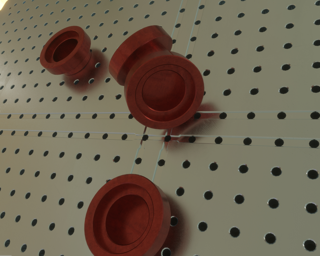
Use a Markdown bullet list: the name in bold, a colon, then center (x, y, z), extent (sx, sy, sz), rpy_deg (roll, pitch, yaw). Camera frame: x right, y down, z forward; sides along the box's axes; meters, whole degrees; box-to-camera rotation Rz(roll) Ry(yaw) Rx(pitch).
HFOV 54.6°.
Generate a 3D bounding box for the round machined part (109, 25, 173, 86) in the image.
- **round machined part**: center (-0.020, -0.092, 0.437), extent (0.098, 0.098, 0.042), rpy_deg (-40, 78, 1)

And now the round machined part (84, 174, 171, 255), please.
- **round machined part**: center (-0.032, 0.105, 0.351), extent (0.098, 0.042, 0.098), rpy_deg (-13, 56, 21)

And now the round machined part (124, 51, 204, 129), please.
- **round machined part**: center (0.003, -0.051, 0.396), extent (0.098, 0.098, 0.042), rpy_deg (-35, 31, 5)

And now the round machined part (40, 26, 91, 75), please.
- **round machined part**: center (-0.168, -0.137, 0.571), extent (0.098, 0.042, 0.098), rpy_deg (-13, 56, 21)
